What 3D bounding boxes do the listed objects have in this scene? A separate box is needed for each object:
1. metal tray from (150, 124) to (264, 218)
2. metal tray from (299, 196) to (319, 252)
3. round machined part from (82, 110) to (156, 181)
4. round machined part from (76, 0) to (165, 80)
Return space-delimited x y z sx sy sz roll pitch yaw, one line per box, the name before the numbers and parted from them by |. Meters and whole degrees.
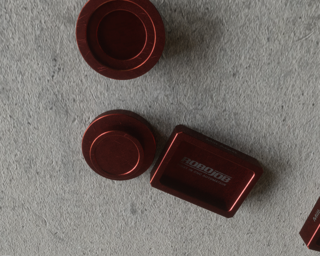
metal tray | 0.063 0.062 0.430 0.131 0.030 0.089 25 108 -9
metal tray | 0.279 0.128 0.458 0.091 0.030 0.129 16 109 -6
round machined part | -0.055 0.028 0.410 0.099 0.042 0.097 0 110 -1
round machined part | -0.043 -0.108 0.360 0.099 0.042 0.097 0 110 -1
